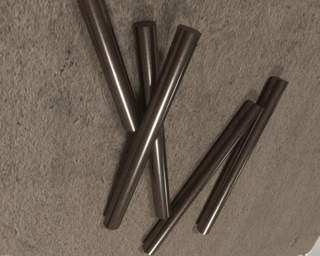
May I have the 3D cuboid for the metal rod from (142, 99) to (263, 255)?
[{"bbox_3d":[0.062,0.085,0.495,0.025,0.025,0.299,25,105,-37],"label":"metal rod"}]

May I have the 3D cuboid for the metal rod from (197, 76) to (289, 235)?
[{"bbox_3d":[0.130,0.057,0.515,0.025,0.025,0.298,8,115,-32],"label":"metal rod"}]

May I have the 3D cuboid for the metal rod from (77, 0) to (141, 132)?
[{"bbox_3d":[-0.065,-0.119,0.298,0.025,0.025,0.298,-25,128,-13],"label":"metal rod"}]

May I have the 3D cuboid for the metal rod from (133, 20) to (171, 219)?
[{"bbox_3d":[-0.006,0.012,0.412,0.025,0.025,0.298,-18,126,-19],"label":"metal rod"}]

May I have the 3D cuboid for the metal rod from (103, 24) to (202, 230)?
[{"bbox_3d":[-0.020,0.021,0.384,0.025,0.025,0.298,4,124,-31],"label":"metal rod"}]
